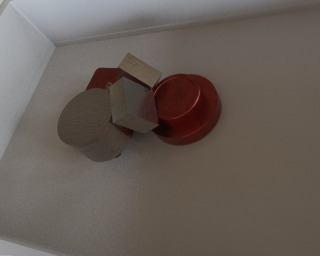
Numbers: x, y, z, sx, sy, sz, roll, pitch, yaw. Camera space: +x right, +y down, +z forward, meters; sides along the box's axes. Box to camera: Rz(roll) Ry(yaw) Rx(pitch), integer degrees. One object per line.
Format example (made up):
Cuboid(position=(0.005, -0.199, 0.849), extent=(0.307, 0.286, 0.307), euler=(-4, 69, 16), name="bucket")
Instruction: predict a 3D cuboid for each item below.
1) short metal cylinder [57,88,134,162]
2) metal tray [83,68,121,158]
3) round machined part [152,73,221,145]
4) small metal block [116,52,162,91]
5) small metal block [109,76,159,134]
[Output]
Cuboid(position=(-0.080, -0.003, 0.392), extent=(0.080, 0.050, 0.080), euler=(-13, 56, 20), name="short metal cylinder")
Cuboid(position=(-0.077, -0.027, 0.453), extent=(0.090, 0.030, 0.130), euler=(8, 66, 31), name="metal tray")
Cuboid(position=(0.025, -0.031, 0.397), extent=(0.098, 0.042, 0.098), euler=(-13, 56, 20), name="round machined part")
Cuboid(position=(-0.029, -0.065, 0.409), extent=(0.050, 0.050, 0.025), euler=(31, 70, 0), name="small metal block")
Cuboid(position=(-0.031, -0.026, 0.368), extent=(0.025, 0.050, 0.050), euler=(-30, 56, 33), name="small metal block")
